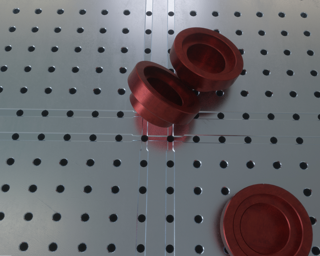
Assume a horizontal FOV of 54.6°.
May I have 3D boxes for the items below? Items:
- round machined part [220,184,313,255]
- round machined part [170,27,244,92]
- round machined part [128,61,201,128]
[{"bbox_3d":[0.119,0.117,0.361,0.099,0.042,0.098,0,70,0],"label":"round machined part"},{"bbox_3d":[0.060,-0.089,0.424,0.099,0.042,0.098,9,55,-13],"label":"round machined part"},{"bbox_3d":[0.001,-0.038,0.398,0.098,0.099,0.042,47,120,15],"label":"round machined part"}]
